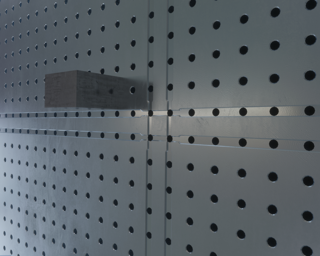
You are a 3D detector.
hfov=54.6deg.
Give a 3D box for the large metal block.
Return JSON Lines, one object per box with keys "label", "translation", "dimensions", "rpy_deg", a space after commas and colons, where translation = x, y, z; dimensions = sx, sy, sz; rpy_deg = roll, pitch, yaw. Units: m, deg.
{"label": "large metal block", "translation": [-0.117, -0.054, 0.471], "dimensions": [0.080, 0.081, 0.050], "rpy_deg": [3, 92, 40]}
